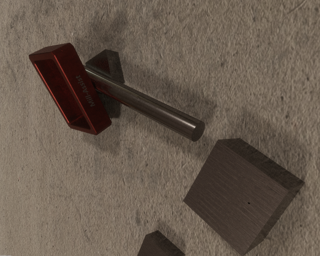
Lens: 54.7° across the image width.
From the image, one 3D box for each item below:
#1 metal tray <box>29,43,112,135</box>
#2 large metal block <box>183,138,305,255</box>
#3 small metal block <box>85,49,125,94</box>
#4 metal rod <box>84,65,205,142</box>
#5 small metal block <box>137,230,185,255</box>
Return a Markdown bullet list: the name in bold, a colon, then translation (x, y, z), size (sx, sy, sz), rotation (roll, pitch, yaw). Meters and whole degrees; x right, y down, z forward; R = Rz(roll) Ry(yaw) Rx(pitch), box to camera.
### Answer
- **metal tray**: translation (-0.131, -0.055, 0.454), size (0.090, 0.030, 0.129), rotation (10, 131, 48)
- **large metal block**: translation (0.084, 0.066, 0.319), size (0.080, 0.050, 0.079), rotation (39, 114, 33)
- **small metal block**: translation (-0.085, -0.085, 0.472), size (0.050, 0.025, 0.050), rotation (-21, 77, 37)
- **metal rod**: translation (-0.068, -0.056, 0.428), size (0.300, 0.025, 0.025), rotation (28, 108, 32)
- **small metal block**: translation (-0.002, 0.172, 0.404), size (0.050, 0.025, 0.050), rotation (32, 110, 35)
